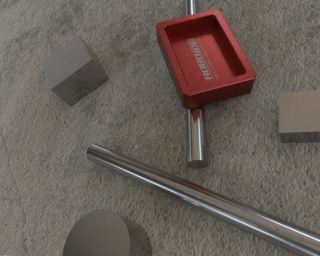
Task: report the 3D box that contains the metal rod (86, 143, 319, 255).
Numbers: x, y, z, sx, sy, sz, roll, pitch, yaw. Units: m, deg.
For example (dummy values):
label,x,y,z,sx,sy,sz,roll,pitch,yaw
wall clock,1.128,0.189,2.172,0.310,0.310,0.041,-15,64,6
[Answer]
label,x,y,z,sx,sy,sz,roll,pitch,yaw
metal rod,0.027,0.070,0.345,0.300,0.025,0.025,17,71,34

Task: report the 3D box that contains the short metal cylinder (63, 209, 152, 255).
label,x,y,z,sx,sy,sz,roll,pitch,yaw
short metal cylinder,-0.056,0.134,0.334,0.080,0.050,0.080,-13,56,20

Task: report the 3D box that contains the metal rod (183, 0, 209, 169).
label,x,y,z,sx,sy,sz,roll,pitch,yaw
metal rod,0.046,-0.087,0.431,0.025,0.025,0.299,-12,57,21

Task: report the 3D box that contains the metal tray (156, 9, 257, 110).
label,x,y,z,sx,sy,sz,roll,pitch,yaw
metal tray,0.055,-0.093,0.401,0.091,0.030,0.130,-15,59,-5

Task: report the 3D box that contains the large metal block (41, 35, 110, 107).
label,x,y,z,sx,sy,sz,roll,pitch,yaw
large metal block,-0.143,-0.097,0.520,0.080,0.050,0.080,-35,51,4

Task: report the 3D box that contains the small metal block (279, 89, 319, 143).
label,x,y,z,sx,sy,sz,roll,pitch,yaw
small metal block,0.155,-0.012,0.330,0.050,0.025,0.050,-3,60,26
